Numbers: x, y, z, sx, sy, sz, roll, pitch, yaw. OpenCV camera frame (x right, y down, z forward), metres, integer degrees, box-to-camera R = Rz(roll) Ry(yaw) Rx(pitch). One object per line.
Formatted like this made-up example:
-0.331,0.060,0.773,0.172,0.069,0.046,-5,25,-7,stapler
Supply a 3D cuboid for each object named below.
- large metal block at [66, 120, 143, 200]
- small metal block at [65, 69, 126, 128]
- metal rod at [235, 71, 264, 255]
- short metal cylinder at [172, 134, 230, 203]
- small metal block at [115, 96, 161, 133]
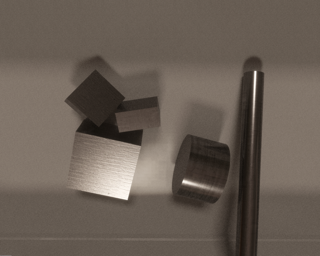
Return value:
-0.072,0.041,0.412,0.081,0.050,0.079,13,110,-5,large metal block
-0.081,-0.035,0.385,0.050,0.025,0.050,44,71,-15,small metal block
0.108,0.080,0.376,0.025,0.025,0.298,4,85,-2,metal rod
0.051,0.053,0.402,0.050,0.080,0.079,15,109,-6,short metal cylinder
-0.026,-0.018,0.391,0.050,0.050,0.025,-8,110,2,small metal block
